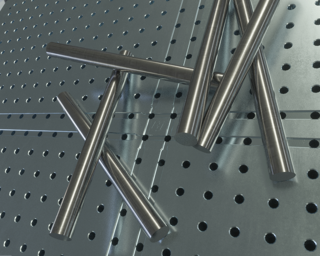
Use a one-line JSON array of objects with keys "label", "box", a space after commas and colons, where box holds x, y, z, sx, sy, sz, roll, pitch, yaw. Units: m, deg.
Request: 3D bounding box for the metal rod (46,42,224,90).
[{"label": "metal rod", "box": [-0.046, -0.094, 0.457, 0.300, 0.025, 0.025, 15, 69, 23]}]

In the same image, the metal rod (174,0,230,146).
[{"label": "metal rod", "box": [0.066, -0.106, 0.408, 0.025, 0.025, 0.300, -2, 51, 27]}]

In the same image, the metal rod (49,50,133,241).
[{"label": "metal rod", "box": [-0.082, 0.000, 0.424, 0.025, 0.025, 0.300, -7, 50, 25]}]

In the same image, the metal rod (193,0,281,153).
[{"label": "metal rod", "box": [0.112, -0.107, 0.381, 0.025, 0.025, 0.300, 17, 72, 35]}]

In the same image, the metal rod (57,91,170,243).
[{"label": "metal rod", "box": [-0.081, 0.032, 0.432, 0.025, 0.025, 0.300, -43, 51, -1]}]

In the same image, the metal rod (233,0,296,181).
[{"label": "metal rod", "box": [0.123, -0.078, 0.392, 0.025, 0.025, 0.300, -14, 56, 20]}]
